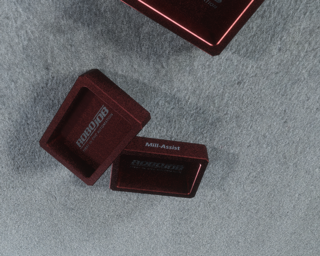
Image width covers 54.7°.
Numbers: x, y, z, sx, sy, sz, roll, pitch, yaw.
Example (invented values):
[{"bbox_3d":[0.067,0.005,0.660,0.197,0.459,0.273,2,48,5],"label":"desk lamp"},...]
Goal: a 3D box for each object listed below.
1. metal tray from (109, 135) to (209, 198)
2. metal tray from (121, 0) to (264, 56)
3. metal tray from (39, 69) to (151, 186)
[{"bbox_3d":[-0.004,0.059,0.453,0.131,0.030,0.089,7,130,-7],"label":"metal tray"},{"bbox_3d":[0.028,-0.136,0.287,0.131,0.030,0.090,25,126,-21],"label":"metal tray"},{"bbox_3d":[-0.084,0.003,0.383,0.090,0.030,0.129,40,122,-3],"label":"metal tray"}]
